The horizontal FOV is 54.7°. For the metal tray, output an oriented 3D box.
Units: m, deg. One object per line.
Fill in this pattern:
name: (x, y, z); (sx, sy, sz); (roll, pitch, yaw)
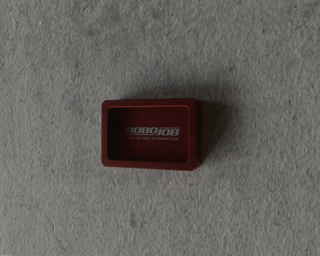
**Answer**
metal tray: (-0.013, 0.008, 0.409); (0.130, 0.030, 0.089); (0, 90, 19)
